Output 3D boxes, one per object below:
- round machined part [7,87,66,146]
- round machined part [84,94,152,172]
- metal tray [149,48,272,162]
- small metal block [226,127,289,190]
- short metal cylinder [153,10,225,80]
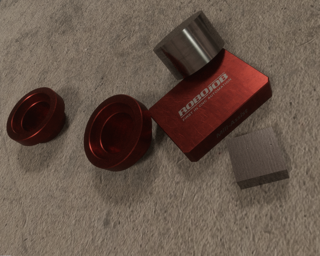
[{"bbox_3d":[-0.194,-0.014,0.501,0.098,0.042,0.098,-13,56,20],"label":"round machined part"},{"bbox_3d":[-0.049,0.009,0.403,0.098,0.042,0.098,-14,64,31],"label":"round machined part"},{"bbox_3d":[0.060,-0.032,0.388,0.130,0.030,0.090,-41,51,-1],"label":"metal tray"},{"bbox_3d":[0.103,0.033,0.330,0.050,0.025,0.050,-18,55,17],"label":"small metal block"},{"bbox_3d":[0.038,-0.109,0.411,0.080,0.050,0.080,-36,18,14],"label":"short metal cylinder"}]
